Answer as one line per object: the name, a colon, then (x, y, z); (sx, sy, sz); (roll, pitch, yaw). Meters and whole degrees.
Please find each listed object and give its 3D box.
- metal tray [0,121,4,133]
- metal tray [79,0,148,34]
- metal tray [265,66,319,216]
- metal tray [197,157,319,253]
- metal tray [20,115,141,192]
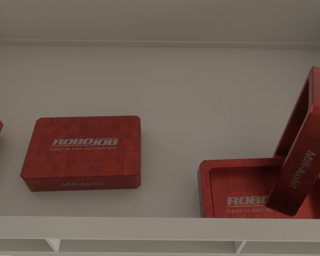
metal tray: (-0.244, 0.034, 0.342); (0.091, 0.030, 0.130); (23, 45, -24)
metal tray: (-0.085, -0.238, 0.603); (0.090, 0.030, 0.130); (14, 51, 11)
metal tray: (0.146, 0.014, 0.316); (0.030, 0.129, 0.090); (18, 39, 14)
metal tray: (0.109, 0.078, 0.322); (0.131, 0.030, 0.090); (-2, 63, -1)
metal tray: (-0.089, 0.029, 0.377); (0.131, 0.030, 0.090); (-1, 50, -2)
